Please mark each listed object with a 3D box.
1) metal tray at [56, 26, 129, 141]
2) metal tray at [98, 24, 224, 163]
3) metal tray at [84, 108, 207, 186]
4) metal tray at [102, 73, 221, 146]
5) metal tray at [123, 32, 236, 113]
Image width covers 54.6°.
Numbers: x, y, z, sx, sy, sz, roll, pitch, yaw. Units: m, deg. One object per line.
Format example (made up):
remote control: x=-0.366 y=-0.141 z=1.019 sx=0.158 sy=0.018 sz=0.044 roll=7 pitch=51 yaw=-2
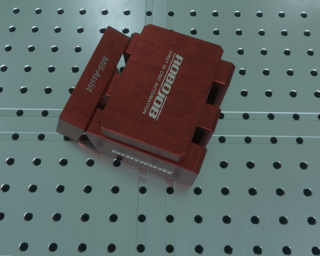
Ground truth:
metal tray: x=-0.086 y=-0.053 z=0.393 sx=0.030 sy=0.090 sz=0.130 roll=27 pitch=71 yaw=-14
metal tray: x=0.004 y=-0.039 z=0.327 sx=0.090 sy=0.030 sz=0.130 roll=20 pitch=71 yaw=7
metal tray: x=-0.016 y=0.026 z=0.367 sx=0.130 sy=0.090 sz=0.030 roll=20 pitch=72 yaw=7
metal tray: x=0.001 y=-0.015 z=0.381 sx=0.130 sy=0.090 sz=0.030 roll=19 pitch=70 yaw=5
metal tray: x=0.022 y=-0.067 z=0.401 sx=0.130 sy=0.090 sz=0.030 roll=19 pitch=72 yaw=7
